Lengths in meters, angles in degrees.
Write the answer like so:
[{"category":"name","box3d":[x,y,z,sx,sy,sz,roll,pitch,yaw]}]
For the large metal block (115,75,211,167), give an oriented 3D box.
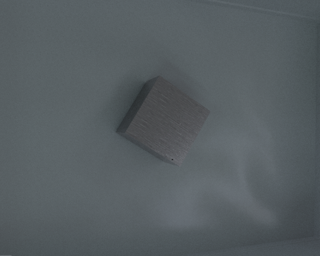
[{"category":"large metal block","box3d":[0.003,-0.008,0.395,0.080,0.050,0.080,33,79,-17]}]
